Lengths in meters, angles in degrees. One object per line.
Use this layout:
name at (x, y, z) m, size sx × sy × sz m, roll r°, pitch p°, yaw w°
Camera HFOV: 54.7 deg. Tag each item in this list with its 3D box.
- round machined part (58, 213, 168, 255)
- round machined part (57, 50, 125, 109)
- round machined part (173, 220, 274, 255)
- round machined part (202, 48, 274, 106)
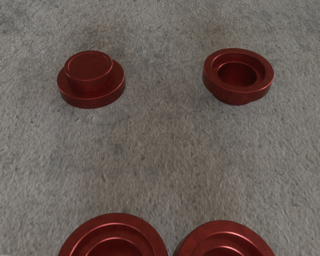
round machined part at (-0.041, 0.132, 0.281) m, size 0.099 × 0.042 × 0.098 m, roll 0°, pitch 50°, yaw 0°
round machined part at (-0.102, -0.077, 0.456) m, size 0.099 × 0.042 × 0.098 m, roll 0°, pitch 50°, yaw 0°
round machined part at (0.054, 0.135, 0.269) m, size 0.099 × 0.042 × 0.098 m, roll 8°, pitch 55°, yaw -12°
round machined part at (0.111, -0.071, 0.453) m, size 0.099 × 0.042 × 0.098 m, roll 0°, pitch 50°, yaw 0°
